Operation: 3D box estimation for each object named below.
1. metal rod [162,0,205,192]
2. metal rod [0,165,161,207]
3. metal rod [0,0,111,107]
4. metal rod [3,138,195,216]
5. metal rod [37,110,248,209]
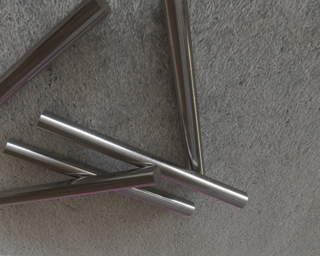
[{"bbox_3d":[0.036,-0.021,0.388,0.025,0.025,0.298,-7,130,6],"label":"metal rod"},{"bbox_3d":[-0.141,0.089,0.451,0.300,0.025,0.025,-12,130,21],"label":"metal rod"},{"bbox_3d":[-0.175,-0.052,0.360,0.300,0.025,0.025,-31,124,23],"label":"metal rod"},{"bbox_3d":[-0.079,0.081,0.474,0.302,0.025,0.025,23,126,-19],"label":"metal rod"},{"bbox_3d":[-0.016,0.047,0.423,0.302,0.025,0.025,23,127,-10],"label":"metal rod"}]
